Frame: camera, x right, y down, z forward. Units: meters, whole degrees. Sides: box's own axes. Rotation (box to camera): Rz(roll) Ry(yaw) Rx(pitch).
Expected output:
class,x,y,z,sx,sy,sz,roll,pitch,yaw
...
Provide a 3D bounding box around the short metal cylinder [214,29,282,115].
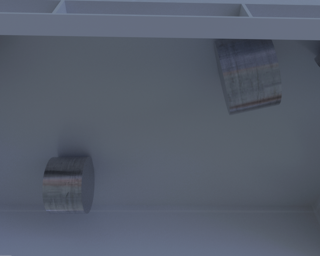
class,x,y,z,sx,sy,sz,roll,pitch,yaw
short metal cylinder,0.090,-0.057,0.326,0.050,0.080,0.080,-12,129,10

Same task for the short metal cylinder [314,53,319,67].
class,x,y,z,sx,sy,sz,roll,pitch,yaw
short metal cylinder,0.211,-0.065,0.321,0.080,0.080,0.050,25,126,-20

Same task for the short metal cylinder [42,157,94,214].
class,x,y,z,sx,sy,sz,roll,pitch,yaw
short metal cylinder,-0.127,0.081,0.440,0.050,0.080,0.079,-1,130,0
